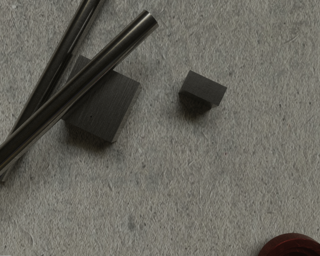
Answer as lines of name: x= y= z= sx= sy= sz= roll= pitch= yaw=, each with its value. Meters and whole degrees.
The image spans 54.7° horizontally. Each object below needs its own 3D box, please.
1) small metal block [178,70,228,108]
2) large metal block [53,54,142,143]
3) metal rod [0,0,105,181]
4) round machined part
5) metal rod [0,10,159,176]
small metal block: x=0.053 y=-0.048 z=0.398 sx=0.050 sy=0.050 sz=0.025 roll=25 pitch=90 yaw=-1
large metal block: x=-0.077 y=-0.036 z=0.396 sx=0.080 sy=0.050 sz=0.080 roll=25 pitch=90 yaw=-1
metal rod: x=-0.142 y=-0.067 z=0.408 sx=0.025 sy=0.025 sz=0.299 roll=29 pitch=90 yaw=-1
round machined part: x=0.172 y=0.185 z=0.404 sx=0.099 sy=0.042 sz=0.097 roll=0 pitch=90 yaw=-1
metal rod: x=-0.119 y=-0.024 z=0.358 sx=0.300 sy=0.025 sz=0.025 roll=-43 pitch=91 yaw=0
